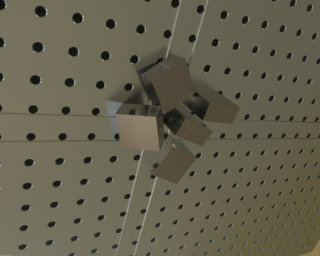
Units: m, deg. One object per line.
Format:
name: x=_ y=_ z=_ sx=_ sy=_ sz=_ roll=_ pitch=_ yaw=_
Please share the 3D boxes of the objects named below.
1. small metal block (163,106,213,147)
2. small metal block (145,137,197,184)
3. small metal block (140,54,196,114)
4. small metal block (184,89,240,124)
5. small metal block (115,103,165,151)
small metal block: x=0.033 y=-0.005 z=0.409 sx=0.050 sy=0.050 sz=0.025 roll=22 pitch=107 yaw=-36
small metal block: x=0.016 y=0.048 z=0.449 sx=0.050 sy=0.025 sz=0.050 roll=28 pitch=103 yaw=-38
small metal block: x=0.011 y=-0.054 z=0.379 sx=0.050 sy=0.025 sz=0.050 roll=-36 pitch=130 yaw=-15
small metal block: x=0.068 y=-0.030 z=0.413 sx=0.050 sy=0.050 sz=0.025 roll=5 pitch=116 yaw=-31
small metal block: x=-0.023 y=-0.001 z=0.380 sx=0.050 sy=0.025 sz=0.050 roll=5 pitch=125 yaw=15
